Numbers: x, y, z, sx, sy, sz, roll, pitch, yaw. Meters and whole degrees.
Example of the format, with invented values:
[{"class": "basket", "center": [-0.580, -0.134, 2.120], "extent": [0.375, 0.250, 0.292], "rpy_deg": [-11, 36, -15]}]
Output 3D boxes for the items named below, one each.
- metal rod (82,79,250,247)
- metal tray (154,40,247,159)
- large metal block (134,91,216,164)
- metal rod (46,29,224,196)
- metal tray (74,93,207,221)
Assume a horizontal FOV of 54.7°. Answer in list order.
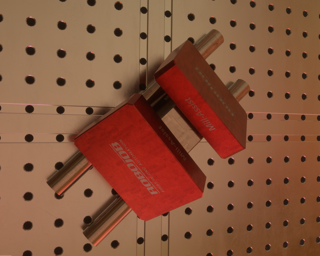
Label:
[{"class": "metal rod", "center": [0.018, 0.037, 0.421], "extent": [0.301, 0.025, 0.025], "rpy_deg": [-44, 104, -15]}, {"class": "metal tray", "center": [0.055, -0.037, 0.376], "extent": [0.130, 0.030, 0.090], "rpy_deg": [49, 31, -14]}, {"class": "large metal block", "center": [0.014, -0.002, 0.389], "extent": [0.080, 0.080, 0.050], "rpy_deg": [-44, 104, -15]}, {"class": "metal rod", "center": [-0.022, -0.029, 0.406], "extent": [0.301, 0.025, 0.025], "rpy_deg": [-44, 104, -15]}, {"class": "metal tray", "center": [-0.021, 0.037, 0.348], "extent": [0.090, 0.030, 0.130], "rpy_deg": [-31, 105, 27]}]
